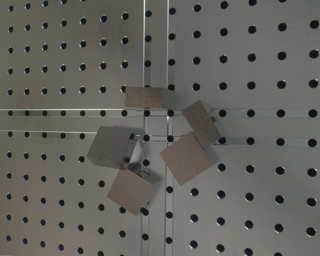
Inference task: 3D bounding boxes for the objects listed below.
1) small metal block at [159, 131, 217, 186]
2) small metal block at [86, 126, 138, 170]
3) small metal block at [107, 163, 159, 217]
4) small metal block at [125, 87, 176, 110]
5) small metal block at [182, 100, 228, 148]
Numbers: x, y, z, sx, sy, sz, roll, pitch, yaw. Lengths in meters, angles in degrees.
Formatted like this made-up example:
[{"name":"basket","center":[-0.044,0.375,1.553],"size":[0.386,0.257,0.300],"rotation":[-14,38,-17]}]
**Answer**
[{"name":"small metal block","center":[0.036,0.039,0.400],"size":[0.050,0.025,0.050],"rotation":[-36,79,16]},{"name":"small metal block","center":[-0.064,0.026,0.423],"size":[0.050,0.025,0.050],"rotation":[6,57,20]},{"name":"small metal block","center":[-0.037,0.084,0.426],"size":[0.050,0.025,0.050],"rotation":[29,99,17]},{"name":"small metal block","center":[-0.011,-0.038,0.404],"size":[0.050,0.050,0.025],"rotation":[4,92,20]},{"name":"small metal block","center":[0.056,-0.005,0.380],"size":[0.025,0.050,0.050],"rotation":[-33,80,17]}]
